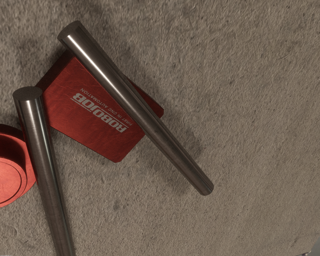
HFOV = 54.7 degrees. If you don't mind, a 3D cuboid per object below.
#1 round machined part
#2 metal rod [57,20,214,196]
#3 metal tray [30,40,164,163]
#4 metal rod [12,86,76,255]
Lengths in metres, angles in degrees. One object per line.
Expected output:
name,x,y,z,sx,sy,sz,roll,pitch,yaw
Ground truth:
round machined part,-0.179,0.047,0.327,0.099,0.042,0.097,-14,125,-21
metal rod,-0.006,0.002,0.366,0.025,0.025,0.300,-41,130,-1
metal tray,-0.068,-0.025,0.352,0.090,0.030,0.130,-48,129,5
metal rod,-0.127,0.086,0.369,0.025,0.025,0.298,-14,131,-21
